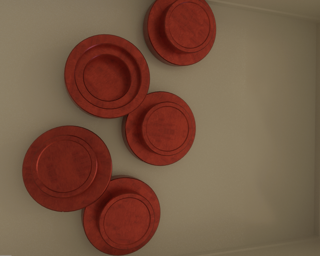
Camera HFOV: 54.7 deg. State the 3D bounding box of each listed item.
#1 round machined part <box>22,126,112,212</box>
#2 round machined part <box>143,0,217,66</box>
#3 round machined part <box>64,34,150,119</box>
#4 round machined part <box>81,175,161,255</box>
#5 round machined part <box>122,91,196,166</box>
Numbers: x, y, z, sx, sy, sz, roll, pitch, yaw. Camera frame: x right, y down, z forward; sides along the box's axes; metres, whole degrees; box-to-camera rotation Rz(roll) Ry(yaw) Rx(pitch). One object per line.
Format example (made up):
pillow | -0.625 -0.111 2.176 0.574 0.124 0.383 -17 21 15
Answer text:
round machined part | -0.104 0.045 0.349 0.099 0.042 0.098 2 78 -7
round machined part | 0.031 -0.131 0.406 0.099 0.042 0.097 -3 99 -19
round machined part | -0.065 -0.059 0.376 0.099 0.042 0.097 0 89 -19
round machined part | -0.045 0.110 0.385 0.099 0.042 0.097 0 90 -20
round machined part | 0.003 0.001 0.402 0.099 0.042 0.097 0 90 -20
